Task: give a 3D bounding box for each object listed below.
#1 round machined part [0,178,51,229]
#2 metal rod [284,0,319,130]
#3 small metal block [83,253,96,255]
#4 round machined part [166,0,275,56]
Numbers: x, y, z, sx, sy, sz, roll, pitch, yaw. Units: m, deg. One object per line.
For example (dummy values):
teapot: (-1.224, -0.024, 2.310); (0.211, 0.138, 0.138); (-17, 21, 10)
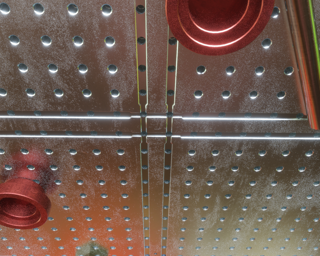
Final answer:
round machined part: (-0.225, 0.118, 0.499); (0.099, 0.042, 0.097); (0, 130, 0)
metal rod: (0.146, -0.110, 0.319); (0.025, 0.025, 0.299); (-20, 128, 16)
small metal block: (-0.150, 0.296, 0.662); (0.050, 0.025, 0.050); (-33, 123, 25)
round machined part: (0.054, -0.123, 0.296); (0.099, 0.042, 0.097); (0, 130, 0)
